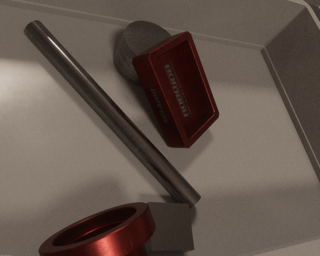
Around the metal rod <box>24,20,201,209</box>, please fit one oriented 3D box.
[{"bbox_3d":[-0.061,-0.019,0.385,0.300,0.025,0.025,47,51,4],"label":"metal rod"}]

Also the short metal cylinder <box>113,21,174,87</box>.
[{"bbox_3d":[-0.021,-0.106,0.445,0.081,0.050,0.080,14,56,-21],"label":"short metal cylinder"}]

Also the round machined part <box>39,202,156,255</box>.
[{"bbox_3d":[-0.050,0.105,0.273,0.099,0.098,0.042,-19,90,-36],"label":"round machined part"}]

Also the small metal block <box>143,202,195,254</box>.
[{"bbox_3d":[0.007,0.111,0.343,0.050,0.025,0.050,9,58,-24],"label":"small metal block"}]

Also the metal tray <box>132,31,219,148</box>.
[{"bbox_3d":[0.026,-0.049,0.407,0.091,0.030,0.129,-41,117,-39],"label":"metal tray"}]
